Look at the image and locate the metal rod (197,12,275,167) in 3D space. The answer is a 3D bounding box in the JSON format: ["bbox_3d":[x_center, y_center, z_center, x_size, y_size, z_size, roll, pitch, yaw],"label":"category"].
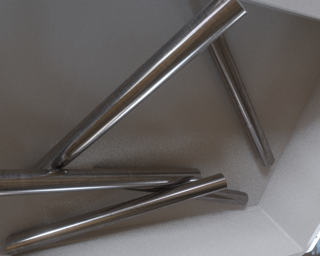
[{"bbox_3d":[0.121,-0.035,0.452,0.025,0.025,0.300,-39,129,-2],"label":"metal rod"}]

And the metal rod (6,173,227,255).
[{"bbox_3d":[-0.050,0.115,0.428,0.302,0.025,0.025,-14,125,-12],"label":"metal rod"}]

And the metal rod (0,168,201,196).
[{"bbox_3d":[-0.052,0.062,0.380,0.302,0.025,0.025,7,116,-44],"label":"metal rod"}]

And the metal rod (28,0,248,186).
[{"bbox_3d":[-0.049,-0.015,0.298,0.299,0.025,0.025,-37,134,27],"label":"metal rod"}]

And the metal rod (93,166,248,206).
[{"bbox_3d":[0.034,0.096,0.486,0.302,0.025,0.025,16,110,-35],"label":"metal rod"}]
